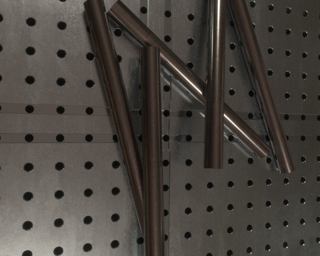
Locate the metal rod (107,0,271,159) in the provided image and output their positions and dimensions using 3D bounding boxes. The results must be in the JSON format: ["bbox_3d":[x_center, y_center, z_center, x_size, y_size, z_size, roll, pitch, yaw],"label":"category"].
[{"bbox_3d":[0.050,-0.058,0.432,0.300,0.025,0.025,41,77,-16],"label":"metal rod"}]

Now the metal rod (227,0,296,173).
[{"bbox_3d":[0.152,-0.073,0.470,0.025,0.025,0.298,-22,98,-19],"label":"metal rod"}]

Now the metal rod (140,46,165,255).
[{"bbox_3d":[-0.009,0.050,0.385,0.025,0.025,0.298,-1,88,-20],"label":"metal rod"}]

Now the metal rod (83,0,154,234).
[{"bbox_3d":[-0.047,-0.011,0.395,0.025,0.025,0.298,-15,95,-20],"label":"metal rod"}]

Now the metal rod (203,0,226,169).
[{"bbox_3d":[0.076,-0.095,0.420,0.025,0.025,0.298,6,80,-20],"label":"metal rod"}]
